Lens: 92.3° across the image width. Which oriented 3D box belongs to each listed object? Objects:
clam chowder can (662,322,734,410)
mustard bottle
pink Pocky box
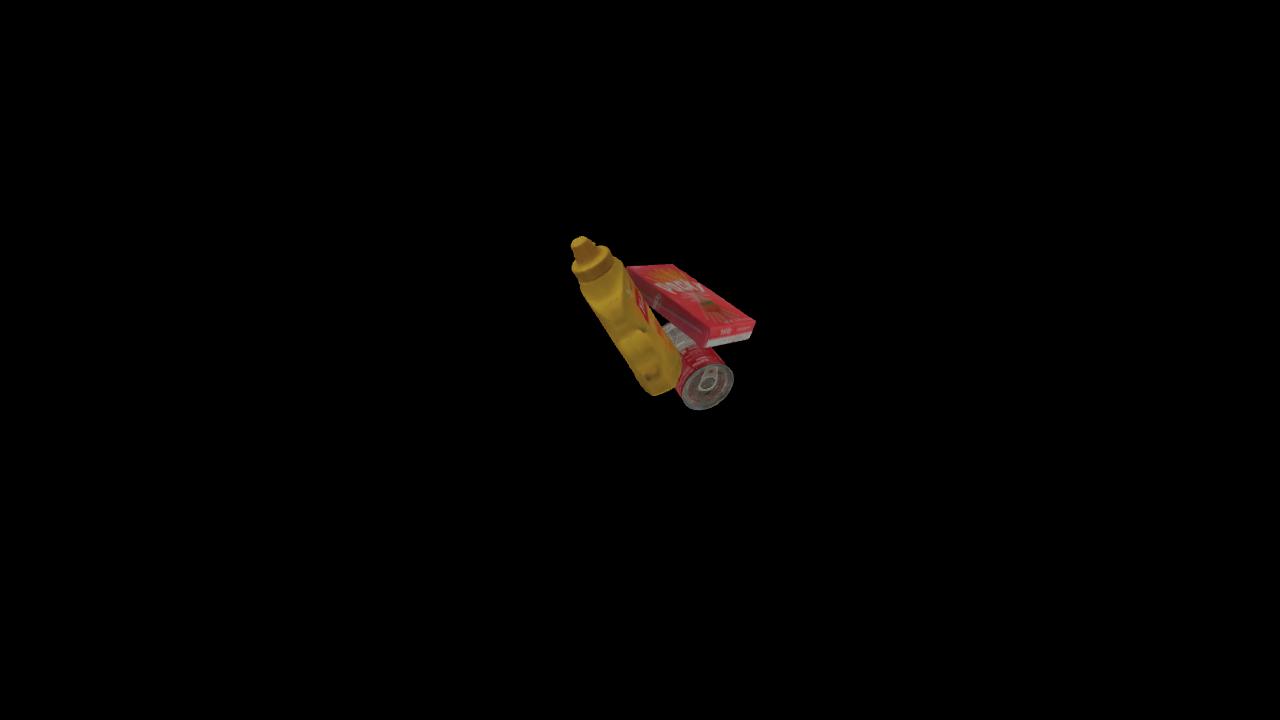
[{"bbox_3d":[0.061,0.004,0.753,0.068,0.068,0.102,0,34,-27],"label":"clam chowder can"},{"bbox_3d":[-0.018,-0.052,0.640,0.054,0.184,0.092,-22,35,17],"label":"mustard bottle"},{"bbox_3d":[0.056,-0.070,0.743,0.084,0.029,0.155,-10,40,-42],"label":"pink Pocky box"}]
